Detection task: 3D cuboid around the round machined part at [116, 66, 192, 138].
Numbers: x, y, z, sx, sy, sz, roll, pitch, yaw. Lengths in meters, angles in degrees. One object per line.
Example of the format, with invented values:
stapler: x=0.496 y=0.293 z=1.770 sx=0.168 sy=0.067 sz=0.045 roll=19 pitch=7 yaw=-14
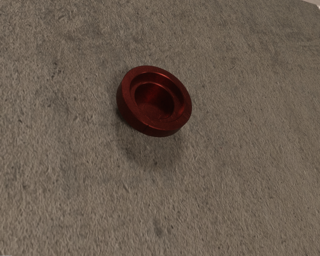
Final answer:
round machined part: x=-0.011 y=-0.031 z=0.407 sx=0.099 sy=0.042 sz=0.098 roll=14 pitch=56 yaw=-21
